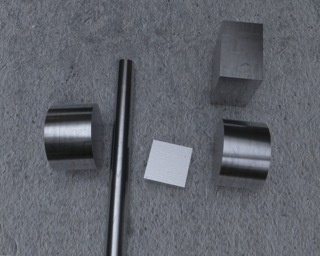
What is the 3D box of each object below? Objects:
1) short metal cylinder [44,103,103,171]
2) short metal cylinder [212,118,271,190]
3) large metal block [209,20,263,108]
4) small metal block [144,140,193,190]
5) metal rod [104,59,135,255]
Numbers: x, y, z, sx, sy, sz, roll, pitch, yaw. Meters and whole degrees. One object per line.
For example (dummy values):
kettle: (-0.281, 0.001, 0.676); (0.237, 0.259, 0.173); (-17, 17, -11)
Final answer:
short metal cylinder: (-0.100, 0.011, 0.374); (0.050, 0.080, 0.080); (-3, 70, -1)
short metal cylinder: (0.093, 0.031, 0.368); (0.050, 0.080, 0.080); (6, 70, 2)
large metal block: (0.099, -0.081, 0.409); (0.050, 0.080, 0.080); (6, 70, 2)
small metal block: (0.011, 0.047, 0.391); (0.050, 0.025, 0.050); (12, 70, 4)
metal rod: (-0.050, 0.049, 0.389); (0.025, 0.025, 0.299); (1, 70, 0)
